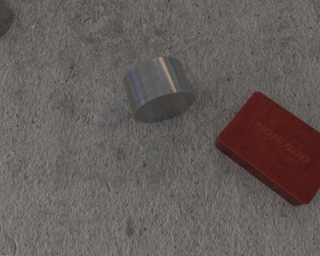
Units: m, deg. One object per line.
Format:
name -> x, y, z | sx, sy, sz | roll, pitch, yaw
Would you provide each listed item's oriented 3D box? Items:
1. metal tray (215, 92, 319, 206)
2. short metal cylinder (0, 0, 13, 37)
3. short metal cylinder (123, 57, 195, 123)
metal tray -> 0.149, 0.025, 0.398 | 0.130, 0.030, 0.090 | 38, 74, 12
short metal cylinder -> -0.269, -0.175, 0.457 | 0.081, 0.050, 0.080 | 0, 70, 0
short metal cylinder -> -0.002, -0.047, 0.396 | 0.080, 0.080, 0.050 | -17, 71, -6
